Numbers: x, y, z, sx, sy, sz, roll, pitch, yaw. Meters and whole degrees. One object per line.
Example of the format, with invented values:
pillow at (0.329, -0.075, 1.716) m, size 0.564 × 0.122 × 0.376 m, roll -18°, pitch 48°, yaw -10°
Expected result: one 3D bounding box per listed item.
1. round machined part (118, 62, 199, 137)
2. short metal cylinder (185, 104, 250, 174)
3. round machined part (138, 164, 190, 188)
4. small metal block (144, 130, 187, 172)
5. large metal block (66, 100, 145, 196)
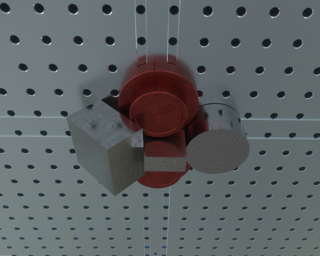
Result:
round machined part at (-0.002, -0.027, 0.377) m, size 0.099 × 0.042 × 0.097 m, roll 0°, pitch 130°, yaw 0°
short metal cylinder at (0.072, 0.015, 0.407) m, size 0.081 × 0.050 × 0.079 m, roll 0°, pitch 130°, yaw 0°
round machined part at (-0.003, 0.049, 0.442) m, size 0.099 × 0.042 × 0.097 m, roll 0°, pitch 130°, yaw 0°
small metal block at (0.006, 0.027, 0.390) m, size 0.050 × 0.050 × 0.025 m, roll 1°, pitch 130°, yaw -1°
large metal block at (-0.066, 0.024, 0.387) m, size 0.050 × 0.080 × 0.079 m, roll -33°, pitch 140°, yaw -32°
